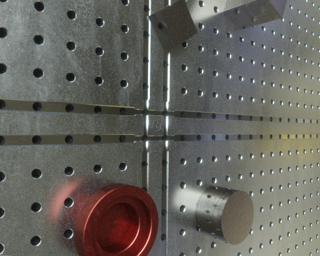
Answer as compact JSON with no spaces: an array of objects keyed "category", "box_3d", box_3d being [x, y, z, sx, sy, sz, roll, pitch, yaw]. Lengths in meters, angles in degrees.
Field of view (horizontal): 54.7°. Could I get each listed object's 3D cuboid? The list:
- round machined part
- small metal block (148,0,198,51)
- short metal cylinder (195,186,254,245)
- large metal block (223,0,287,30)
[{"category":"round machined part","box_3d":[-0.053,0.112,0.356,0.099,0.042,0.097,0,90,-40]},{"category":"small metal block","box_3d":[0.019,-0.142,0.427,0.050,0.025,0.050,-41,115,-32]},{"category":"short metal cylinder","box_3d":[0.101,0.133,0.481,0.081,0.050,0.079,0,90,-40]},{"category":"large metal block","box_3d":[0.161,-0.219,0.511,0.050,0.080,0.080,32,70,-36]}]
